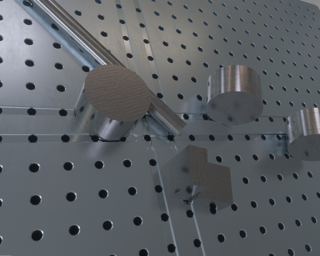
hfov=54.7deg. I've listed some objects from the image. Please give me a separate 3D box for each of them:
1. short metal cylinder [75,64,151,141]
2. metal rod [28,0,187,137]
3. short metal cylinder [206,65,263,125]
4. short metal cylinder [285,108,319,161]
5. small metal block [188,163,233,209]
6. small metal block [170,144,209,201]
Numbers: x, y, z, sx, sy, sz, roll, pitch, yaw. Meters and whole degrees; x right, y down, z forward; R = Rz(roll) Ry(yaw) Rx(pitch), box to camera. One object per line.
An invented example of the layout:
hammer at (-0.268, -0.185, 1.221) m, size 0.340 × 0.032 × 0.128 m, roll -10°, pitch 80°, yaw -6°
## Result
short metal cylinder at (-0.058, -0.031, 0.380) m, size 0.081 × 0.050 × 0.080 m, roll 13°, pitch 56°, yaw -21°
metal rod at (-0.081, -0.099, 0.424) m, size 0.300 × 0.025 × 0.025 m, roll 43°, pitch 51°, yaw 1°
short metal cylinder at (0.110, -0.047, 0.461) m, size 0.080 × 0.080 × 0.050 m, roll 20°, pitch 54°, yaw -17°
short metal cylinder at (0.247, 0.012, 0.499) m, size 0.080 × 0.080 × 0.050 m, roll 21°, pitch 54°, yaw -16°
small metal block at (0.064, 0.073, 0.398) m, size 0.050 × 0.025 × 0.050 m, roll 15°, pitch 56°, yaw -20°
small metal block at (0.035, 0.055, 0.377) m, size 0.025 × 0.050 × 0.050 m, roll 15°, pitch 56°, yaw -20°
